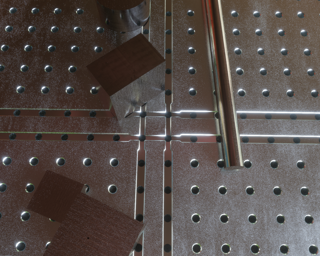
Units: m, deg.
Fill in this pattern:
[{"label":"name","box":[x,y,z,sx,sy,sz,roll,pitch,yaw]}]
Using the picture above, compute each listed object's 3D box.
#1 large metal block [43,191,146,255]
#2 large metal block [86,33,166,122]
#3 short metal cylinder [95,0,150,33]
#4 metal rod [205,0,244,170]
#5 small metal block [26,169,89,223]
[{"label":"large metal block","box":[-0.071,0.129,0.350,0.080,0.050,0.080,25,72,8]},{"label":"large metal block","box":[-0.040,-0.064,0.405,0.080,0.080,0.050,-35,74,-12]},{"label":"short metal cylinder","box":[-0.056,-0.193,0.468,0.081,0.050,0.080,0,70,-1]},{"label":"metal rod","box":[0.088,-0.089,0.445,0.025,0.025,0.299,-2,70,-1]},{"label":"small metal block","box":[-0.124,0.085,0.379,0.050,0.025,0.050,21,71,7]}]
